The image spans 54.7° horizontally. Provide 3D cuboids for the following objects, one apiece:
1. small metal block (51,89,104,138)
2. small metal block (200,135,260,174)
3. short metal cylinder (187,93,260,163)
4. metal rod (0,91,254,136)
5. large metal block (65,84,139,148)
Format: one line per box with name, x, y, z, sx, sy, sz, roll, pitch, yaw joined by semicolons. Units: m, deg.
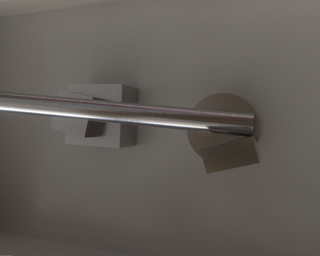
small metal block;-0.104;-0.018;0.391;0.050;0.025;0.050;14;94;19
small metal block;0.073;0.026;0.315;0.050;0.050;0.025;-15;85;19
short metal cylinder;0.077;0.001;0.368;0.080;0.050;0.079;0;90;19
metal rod;-0.051;-0.018;0.351;0.301;0.025;0.025;6;92;11
large metal block;-0.078;-0.017;0.420;0.080;0.050;0.079;3;91;19
